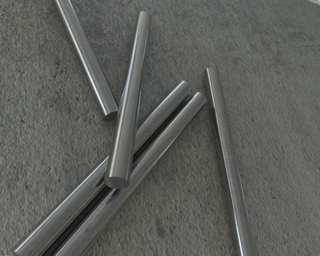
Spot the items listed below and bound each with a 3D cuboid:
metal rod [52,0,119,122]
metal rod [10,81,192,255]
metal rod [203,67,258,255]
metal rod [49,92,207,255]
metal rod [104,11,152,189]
[{"bbox_3d":[-0.121,-0.143,0.425,0.025,0.025,0.299,-14,69,-34],"label":"metal rod"},{"bbox_3d":[-0.042,0.027,0.364,0.025,0.025,0.301,42,51,0],"label":"metal rod"},{"bbox_3d":[0.093,0.039,0.429,0.025,0.025,0.299,9,58,-23],"label":"metal rod"},{"bbox_3d":[-0.020,0.045,0.365,0.025,0.025,0.301,42,51,0],"label":"metal rod"},{"bbox_3d":[-0.034,-0.061,0.402,0.025,0.025,0.300,19,48,-17],"label":"metal rod"}]
